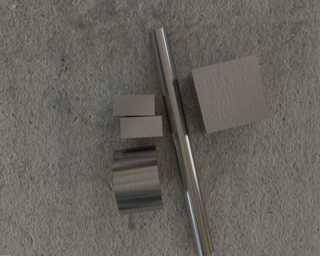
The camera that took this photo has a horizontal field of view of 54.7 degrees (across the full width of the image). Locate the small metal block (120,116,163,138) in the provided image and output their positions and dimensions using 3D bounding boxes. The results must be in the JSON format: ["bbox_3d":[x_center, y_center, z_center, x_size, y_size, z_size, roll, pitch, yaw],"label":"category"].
[{"bbox_3d":[-0.022,-0.001,0.397,0.050,0.050,0.025,-3,90,-1],"label":"small metal block"}]

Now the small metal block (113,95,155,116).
[{"bbox_3d":[-0.032,-0.027,0.397,0.050,0.050,0.025,-1,90,-1],"label":"small metal block"}]

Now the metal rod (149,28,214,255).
[{"bbox_3d":[0.028,0.018,0.410,0.025,0.025,0.298,-12,90,0],"label":"metal rod"}]

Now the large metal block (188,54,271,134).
[{"bbox_3d":[0.086,-0.041,0.399,0.080,0.050,0.080,-14,90,-1],"label":"large metal block"}]

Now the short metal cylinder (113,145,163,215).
[{"bbox_3d":[-0.026,0.063,0.382,0.050,0.080,0.079,-7,90,0],"label":"short metal cylinder"}]
